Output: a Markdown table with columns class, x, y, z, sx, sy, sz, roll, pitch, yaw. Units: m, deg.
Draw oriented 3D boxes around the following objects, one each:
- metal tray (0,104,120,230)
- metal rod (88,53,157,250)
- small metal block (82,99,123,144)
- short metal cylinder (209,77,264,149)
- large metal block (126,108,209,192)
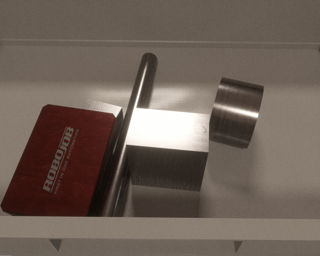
| class | x | y | z | sx | sy | sz | roll | pitch | yaw |
| --- | --- | --- | --- | --- | --- | --- | --- | --- | --- |
| metal tray | -0.106 | 0.040 | 0.350 | 0.090 | 0.030 | 0.130 | 9 | 62 | 6 |
| metal rod | -0.038 | 0.003 | 0.401 | 0.025 | 0.025 | 0.300 | 7 | 50 | 5 |
| small metal block | -0.082 | -0.008 | 0.411 | 0.050 | 0.025 | 0.050 | 15 | 51 | 11 |
| short metal cylinder | 0.093 | -0.019 | 0.387 | 0.050 | 0.080 | 0.080 | 15 | 52 | 12 |
| large metal block | 0.010 | 0.026 | 0.348 | 0.080 | 0.080 | 0.050 | 5 | 50 | 4 |
